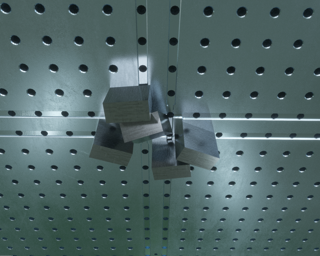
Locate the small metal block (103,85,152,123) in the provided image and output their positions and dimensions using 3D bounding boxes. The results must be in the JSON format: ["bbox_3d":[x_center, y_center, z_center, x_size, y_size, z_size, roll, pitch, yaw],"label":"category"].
[{"bbox_3d":[-0.036,-0.029,0.367,0.050,0.050,0.025,-3,117,3],"label":"small metal block"}]

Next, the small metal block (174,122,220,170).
[{"bbox_3d":[0.048,0.024,0.416,0.050,0.050,0.025,19,128,-15],"label":"small metal block"}]

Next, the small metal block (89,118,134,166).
[{"bbox_3d":[-0.062,0.019,0.410,0.050,0.050,0.025,16,129,-13],"label":"small metal block"}]

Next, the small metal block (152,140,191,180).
[{"bbox_3d":[0.016,0.043,0.432,0.050,0.050,0.025,-6,130,5],"label":"small metal block"}]

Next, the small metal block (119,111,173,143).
[{"bbox_3d":[-0.016,0.001,0.394,0.050,0.025,0.050,-17,172,14],"label":"small metal block"}]
